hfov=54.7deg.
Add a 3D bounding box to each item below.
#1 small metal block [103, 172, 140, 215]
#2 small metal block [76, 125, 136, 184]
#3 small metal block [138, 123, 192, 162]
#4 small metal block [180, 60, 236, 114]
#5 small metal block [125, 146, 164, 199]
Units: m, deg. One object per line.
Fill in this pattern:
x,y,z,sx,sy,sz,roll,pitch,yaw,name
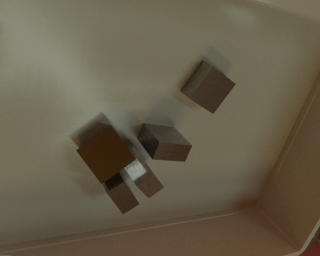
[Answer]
-0.057,0.077,0.411,0.025,0.050,0.050,-31,129,-8,small metal block
-0.064,0.032,0.378,0.050,0.025,0.050,-36,92,-5,small metal block
0.006,0.019,0.409,0.050,0.050,0.025,8,115,-32,small metal block
0.064,-0.054,0.412,0.050,0.025,0.050,27,103,-38,small metal block
-0.025,0.059,0.409,0.025,0.050,0.050,-36,147,-5,small metal block
